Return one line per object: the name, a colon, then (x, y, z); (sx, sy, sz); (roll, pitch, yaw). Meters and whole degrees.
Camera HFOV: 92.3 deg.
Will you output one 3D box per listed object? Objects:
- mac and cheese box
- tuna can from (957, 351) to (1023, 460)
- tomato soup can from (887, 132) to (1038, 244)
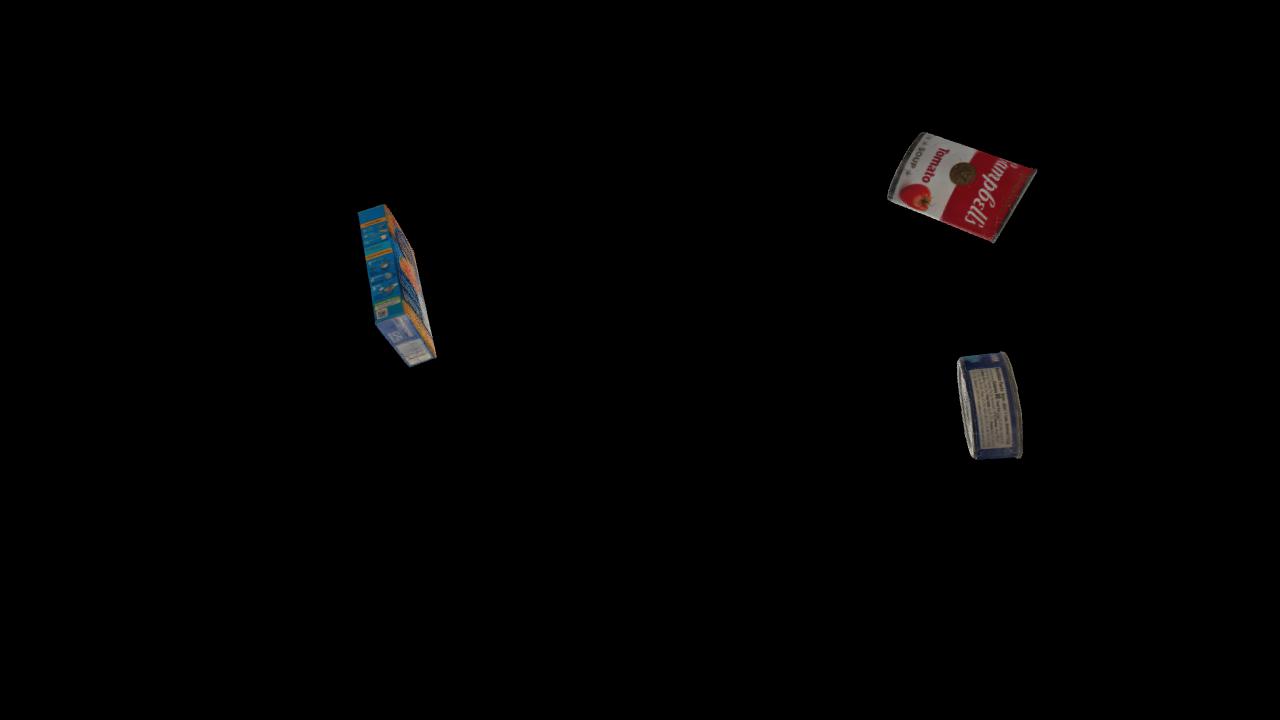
mac and cheese box: (-0.290, -0.090, 0.734); (0.041, 0.184, 0.093); (-20, -32, -5)
tuna can: (0.275, 0.037, 0.486); (0.034, 0.084, 0.084); (-8, -3, 23)
tomato soup can: (0.285, -0.156, 0.551); (0.101, 0.068, 0.068); (32, 13, 23)
